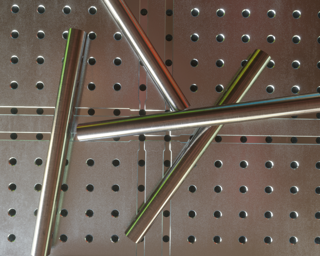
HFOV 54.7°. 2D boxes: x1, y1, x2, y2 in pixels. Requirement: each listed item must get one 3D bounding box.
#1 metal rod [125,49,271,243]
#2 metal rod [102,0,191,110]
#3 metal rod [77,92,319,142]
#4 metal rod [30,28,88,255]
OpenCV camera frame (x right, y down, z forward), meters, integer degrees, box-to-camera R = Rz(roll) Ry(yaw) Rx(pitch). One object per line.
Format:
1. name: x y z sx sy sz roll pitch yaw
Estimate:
1. metal rod: 0.051 0.024 0.414 0.025 0.025 0.299 36 90 -1
2. metal rod: -0.049 -0.150 0.412 0.025 0.025 0.299 -32 90 0
3. metal rod: 0.042 -0.012 0.392 0.301 0.025 0.025 -7 90 8
4. metal rod: -0.134 0.019 0.411 0.025 0.025 0.298 10 90 -1
